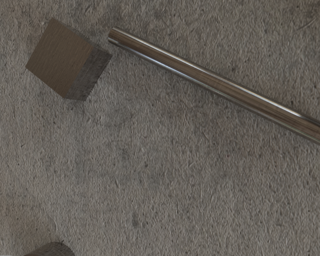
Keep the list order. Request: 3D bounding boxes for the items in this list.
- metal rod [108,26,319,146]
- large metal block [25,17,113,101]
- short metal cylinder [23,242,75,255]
[{"bbox_3d":[0.061,-0.059,0.387,0.300,0.025,0.025,29,100,17],"label":"metal rod"},{"bbox_3d":[-0.129,-0.095,0.441,0.080,0.050,0.080,37,102,16],"label":"large metal block"},{"bbox_3d":[-0.167,0.216,0.455,0.080,0.050,0.080,0,90,20],"label":"short metal cylinder"}]
